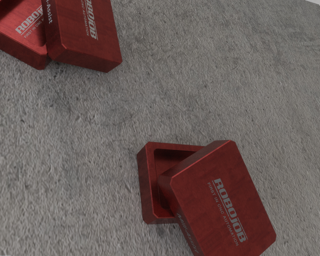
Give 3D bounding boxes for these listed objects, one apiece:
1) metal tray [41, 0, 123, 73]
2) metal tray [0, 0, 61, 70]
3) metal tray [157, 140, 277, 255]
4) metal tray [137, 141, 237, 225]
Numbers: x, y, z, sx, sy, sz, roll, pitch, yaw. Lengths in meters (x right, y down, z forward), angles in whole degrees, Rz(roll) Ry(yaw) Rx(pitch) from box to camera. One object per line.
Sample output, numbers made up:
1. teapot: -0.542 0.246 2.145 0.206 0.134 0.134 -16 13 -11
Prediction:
1. metal tray: -0.102 -0.143 0.400 0.091 0.030 0.129 5 68 -49
2. metal tray: -0.159 -0.145 0.402 0.090 0.030 0.130 29 52 -10
3. metal tray: 0.065 0.089 0.338 0.091 0.030 0.129 -29 98 -25
4. metal tray: 0.041 0.067 0.380 0.131 0.030 0.090 6 59 -25
